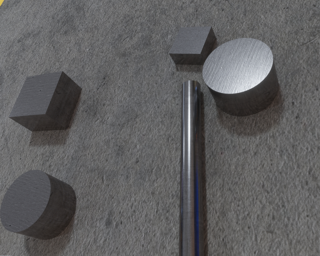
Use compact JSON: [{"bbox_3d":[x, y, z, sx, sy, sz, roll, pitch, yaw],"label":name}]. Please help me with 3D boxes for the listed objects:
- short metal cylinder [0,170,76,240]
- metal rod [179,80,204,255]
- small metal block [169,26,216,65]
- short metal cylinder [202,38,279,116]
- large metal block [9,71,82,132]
[{"bbox_3d":[-0.160,0.102,0.409,0.080,0.050,0.080,-13,56,21],"label":"short metal cylinder"},{"bbox_3d":[0.035,0.073,0.340,0.025,0.025,0.299,-11,57,22],"label":"metal rod"},{"bbox_3d":[0.048,-0.120,0.452,0.050,0.025,0.050,9,66,32],"label":"small metal block"},{"bbox_3d":[0.098,-0.061,0.374,0.080,0.050,0.080,-13,56,21],"label":"short metal cylinder"},{"bbox_3d":[-0.188,-0.042,0.513,0.080,0.050,0.080,-3,60,26],"label":"large metal block"}]
